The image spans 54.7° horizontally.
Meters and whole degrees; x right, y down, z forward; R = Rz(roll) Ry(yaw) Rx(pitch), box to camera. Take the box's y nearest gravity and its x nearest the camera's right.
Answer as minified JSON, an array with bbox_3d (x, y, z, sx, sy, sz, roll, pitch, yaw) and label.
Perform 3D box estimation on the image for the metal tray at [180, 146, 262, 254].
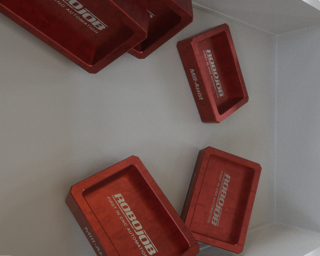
[{"bbox_3d":[0.087,0.102,0.448,0.090,0.030,0.130,20,75,-6],"label":"metal tray"}]

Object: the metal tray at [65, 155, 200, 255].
[{"bbox_3d":[-0.029,0.103,0.335,0.091,0.030,0.130,-25,72,-37],"label":"metal tray"}]

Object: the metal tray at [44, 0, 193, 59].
[{"bbox_3d":[-0.040,-0.133,0.327,0.131,0.090,0.030,23,52,-38],"label":"metal tray"}]

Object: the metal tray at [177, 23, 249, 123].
[{"bbox_3d":[0.084,-0.083,0.473,0.091,0.030,0.129,-33,111,-35],"label":"metal tray"}]

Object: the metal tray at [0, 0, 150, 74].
[{"bbox_3d":[-0.085,-0.114,0.289,0.130,0.090,0.030,34,47,-35],"label":"metal tray"}]
